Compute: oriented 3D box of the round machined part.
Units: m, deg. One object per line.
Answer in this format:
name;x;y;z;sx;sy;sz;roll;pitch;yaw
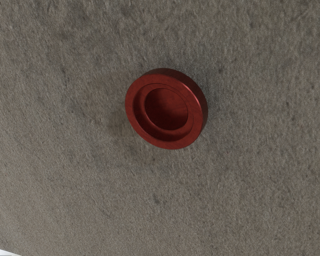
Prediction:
round machined part;0.011;-0.026;0.373;0.098;0.042;0.097;13;124;20
